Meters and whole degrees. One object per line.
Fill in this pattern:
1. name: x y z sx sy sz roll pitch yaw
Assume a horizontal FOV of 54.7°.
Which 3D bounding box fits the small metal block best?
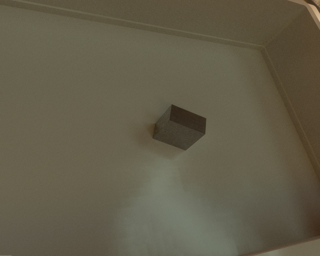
1. small metal block: 0.025 0.001 0.404 0.050 0.050 0.025 21 54 -16
